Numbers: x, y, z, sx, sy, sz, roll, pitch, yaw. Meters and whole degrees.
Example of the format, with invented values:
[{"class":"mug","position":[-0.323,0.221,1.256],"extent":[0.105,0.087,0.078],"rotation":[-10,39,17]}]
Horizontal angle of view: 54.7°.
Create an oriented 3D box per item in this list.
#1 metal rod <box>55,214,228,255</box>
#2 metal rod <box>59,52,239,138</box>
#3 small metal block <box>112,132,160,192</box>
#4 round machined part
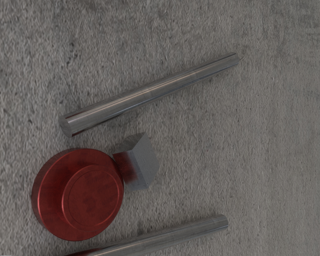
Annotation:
[{"class":"metal rod","position":[-0.019,0.145,0.389],"extent":[0.302,0.025,0.025],"rotation":[1,90,-40]},{"class":"metal rod","position":[0.010,-0.056,0.412],"extent":[0.302,0.025,0.025],"rotation":[-27,107,-37]},{"class":"small metal block","position":[-0.026,0.039,0.368],"extent":[0.050,0.025,0.050],"rotation":[-56,128,-62]},{"class":"round machined part","position":[-0.079,0.071,0.328],"extent":[0.099,0.042,0.097],"rotation":[0,90,-40]}]
